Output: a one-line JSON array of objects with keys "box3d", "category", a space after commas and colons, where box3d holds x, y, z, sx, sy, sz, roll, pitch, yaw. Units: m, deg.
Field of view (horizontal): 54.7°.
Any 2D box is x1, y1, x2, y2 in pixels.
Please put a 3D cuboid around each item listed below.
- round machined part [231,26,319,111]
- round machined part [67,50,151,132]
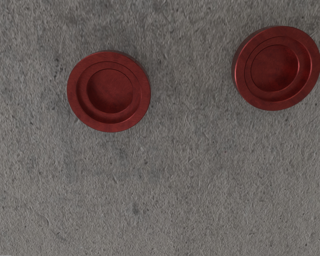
[{"box3d": [0.135, -0.073, 0.375, 0.099, 0.042, 0.097, 0, 110, 0], "category": "round machined part"}, {"box3d": [-0.060, -0.047, 0.383, 0.099, 0.042, 0.097, 0, 110, 0], "category": "round machined part"}]
